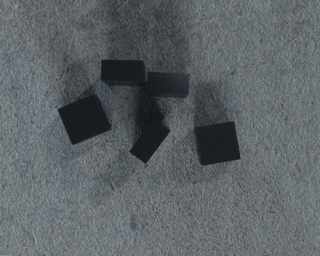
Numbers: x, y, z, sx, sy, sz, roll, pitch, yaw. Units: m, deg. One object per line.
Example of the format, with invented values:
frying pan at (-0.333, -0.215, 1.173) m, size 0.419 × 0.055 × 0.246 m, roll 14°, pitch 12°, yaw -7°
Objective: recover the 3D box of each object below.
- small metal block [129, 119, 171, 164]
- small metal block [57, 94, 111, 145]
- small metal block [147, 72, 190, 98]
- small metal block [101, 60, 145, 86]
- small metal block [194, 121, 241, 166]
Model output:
small metal block at (-0.012, 0.016, 0.397) m, size 0.025 × 0.050 × 0.050 m, roll 37°, pitch 90°, yaw 0°
small metal block at (-0.099, -0.011, 0.409) m, size 0.050 × 0.025 × 0.050 m, roll -22°, pitch 90°, yaw 0°
small metal block at (0.010, -0.054, 0.397) m, size 0.050 × 0.050 × 0.025 m, roll 3°, pitch 90°, yaw 0°
small metal block at (-0.045, -0.069, 0.397) m, size 0.050 × 0.050 × 0.025 m, roll 1°, pitch 90°, yaw 0°
small metal block at (0.075, 0.020, 0.410) m, size 0.050 × 0.025 × 0.050 m, roll -10°, pitch 90°, yaw 0°
